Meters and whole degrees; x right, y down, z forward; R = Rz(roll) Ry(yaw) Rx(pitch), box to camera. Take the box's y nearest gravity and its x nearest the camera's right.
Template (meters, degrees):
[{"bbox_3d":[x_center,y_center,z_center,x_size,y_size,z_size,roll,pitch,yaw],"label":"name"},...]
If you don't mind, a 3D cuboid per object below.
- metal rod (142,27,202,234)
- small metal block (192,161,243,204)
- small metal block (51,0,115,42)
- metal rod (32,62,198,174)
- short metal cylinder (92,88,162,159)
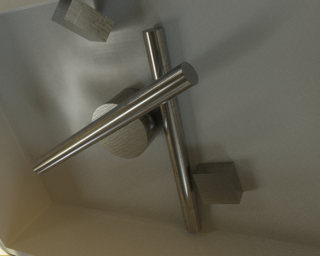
[{"bbox_3d":[0.022,0.021,0.408,0.025,0.025,0.298,1,119,27],"label":"metal rod"},{"bbox_3d":[0.078,0.074,0.412,0.050,0.025,0.050,-8,115,31],"label":"small metal block"},{"bbox_3d":[-0.087,-0.121,0.348,0.050,0.050,0.025,25,92,53],"label":"small metal block"},{"bbox_3d":[-0.077,0.003,0.384,0.299,0.025,0.025,-28,104,37],"label":"metal rod"},{"bbox_3d":[-0.042,-0.006,0.409,0.080,0.050,0.079,13,124,20],"label":"short metal cylinder"}]
